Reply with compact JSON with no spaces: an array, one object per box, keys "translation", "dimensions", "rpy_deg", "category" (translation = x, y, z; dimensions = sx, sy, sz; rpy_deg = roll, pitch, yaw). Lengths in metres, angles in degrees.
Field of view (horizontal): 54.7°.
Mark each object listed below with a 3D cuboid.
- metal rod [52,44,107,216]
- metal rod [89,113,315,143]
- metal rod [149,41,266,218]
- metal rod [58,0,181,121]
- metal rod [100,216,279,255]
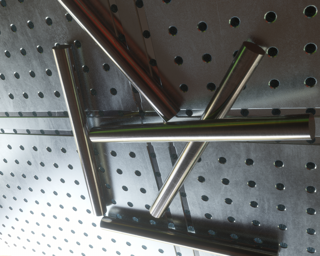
[{"translation":[-0.119,0.021,0.484],"dimensions":[0.025,0.025,0.298],"rpy_deg":[9,123,23],"category":"metal rod"},{"translation":[0.021,0.004,0.374],"dimensions":[0.300,0.025,0.025],"rpy_deg":[-3,118,38],"category":"metal rod"},{"translation":[0.045,0.026,0.402],"dimensions":[0.025,0.025,0.298],"rpy_deg":[31,128,8],"category":"metal rod"},{"translation":[-0.083,-0.127,0.374],"dimensions":[0.300,0.025,0.025],"rpy_deg":[48,129,-7],"category":"metal rod"},{"translation":[0.032,0.179,0.504],"dimensions":[0.301,0.025,0.025],"rpy_deg":[2,119,26],"category":"metal rod"}]
